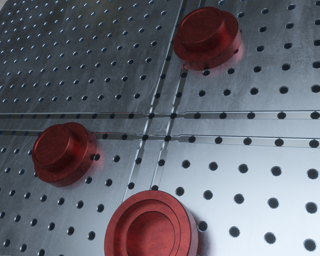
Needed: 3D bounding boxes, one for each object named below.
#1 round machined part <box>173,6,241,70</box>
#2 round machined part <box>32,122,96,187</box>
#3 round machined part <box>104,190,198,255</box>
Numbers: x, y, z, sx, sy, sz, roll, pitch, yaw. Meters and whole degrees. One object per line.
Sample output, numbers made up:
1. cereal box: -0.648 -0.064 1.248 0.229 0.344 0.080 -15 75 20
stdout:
1. round machined part: 0.064 -0.135 0.448 0.098 0.042 0.098 -13 56 21
2. round machined part: -0.147 0.033 0.456 0.098 0.042 0.098 -13 56 21
3. round machined part: -0.006 0.119 0.328 0.098 0.042 0.098 -13 56 21
